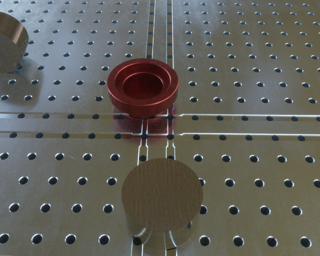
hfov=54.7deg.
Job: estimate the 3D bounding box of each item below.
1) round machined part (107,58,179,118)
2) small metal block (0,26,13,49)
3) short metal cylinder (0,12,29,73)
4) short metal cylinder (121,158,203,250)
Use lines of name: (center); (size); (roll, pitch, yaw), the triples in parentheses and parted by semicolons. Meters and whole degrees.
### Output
round machined part: (-0.024, -0.052, 0.440); (0.099, 0.042, 0.098); (0, 50, 0)
small metal block: (-0.297, -0.157, 0.537); (0.050, 0.025, 0.050); (32, 57, 24)
short metal cylinder: (-0.252, -0.132, 0.481); (0.081, 0.080, 0.050); (-3, 50, -3)
short metal cylinder: (0.002, 0.079, 0.325); (0.080, 0.050, 0.080); (0, 50, 0)
